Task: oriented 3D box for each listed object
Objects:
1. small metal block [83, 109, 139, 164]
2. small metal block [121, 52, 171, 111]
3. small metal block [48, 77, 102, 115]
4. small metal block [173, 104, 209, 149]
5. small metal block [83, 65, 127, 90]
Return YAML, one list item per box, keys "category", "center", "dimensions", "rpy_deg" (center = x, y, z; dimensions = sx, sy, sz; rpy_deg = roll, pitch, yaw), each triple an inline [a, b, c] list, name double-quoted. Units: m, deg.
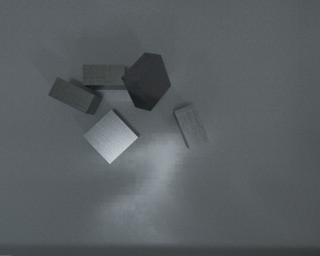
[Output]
- category: "small metal block"
  center: [-0.064, 0.011, 0.411]
  dimensions: [0.050, 0.025, 0.050]
  rpy_deg: [-43, 91, 0]
- category: "small metal block"
  center: [-0.016, -0.058, 0.388]
  dimensions: [0.025, 0.050, 0.050]
  rpy_deg: [17, 57, 33]
- category: "small metal block"
  center: [-0.107, -0.040, 0.398]
  dimensions: [0.050, 0.050, 0.025]
  rpy_deg: [26, 90, -1]
- category: "small metal block"
  center: [0.039, -0.002, 0.399]
  dimensions: [0.025, 0.050, 0.050]
  rpy_deg: [-22, 90, 0]
- category: "small metal block"
  center: [-0.068, -0.064, 0.398]
  dimensions: [0.050, 0.050, 0.025]
  rpy_deg: [0, 90, 0]
